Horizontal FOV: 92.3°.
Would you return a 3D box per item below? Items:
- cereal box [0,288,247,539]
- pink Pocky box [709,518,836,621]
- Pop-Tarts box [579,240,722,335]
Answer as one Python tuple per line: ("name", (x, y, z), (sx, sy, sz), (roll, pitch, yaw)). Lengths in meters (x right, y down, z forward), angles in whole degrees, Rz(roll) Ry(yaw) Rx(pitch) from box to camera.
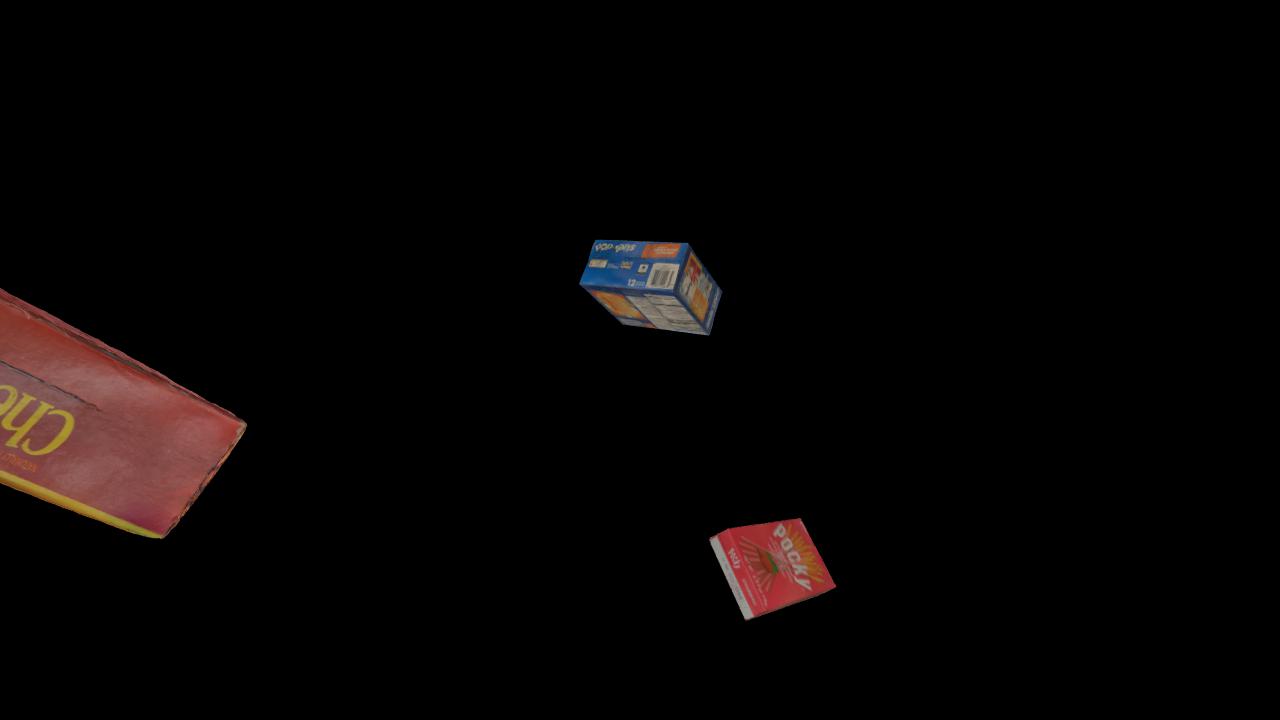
("cereal box", (-0.387, 0.026, 0.397), (0.203, 0.081, 0.306), (39, -28, -28))
("pink Pocky box", (0.142, 0.213, 0.643), (0.155, 0.084, 0.029), (11, -43, -47))
("Pop-Tarts box", (0.019, -0.111, 0.941), (0.167, 0.083, 0.141), (10, -19, 33))
